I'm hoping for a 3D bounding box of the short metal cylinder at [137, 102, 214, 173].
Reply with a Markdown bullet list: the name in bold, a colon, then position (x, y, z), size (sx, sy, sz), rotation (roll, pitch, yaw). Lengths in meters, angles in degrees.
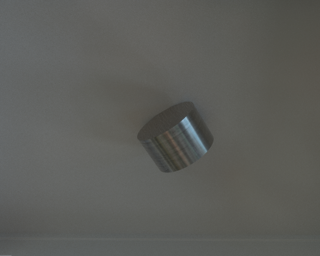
- **short metal cylinder**: position (0.019, 0.010, 0.386), size (0.080, 0.080, 0.050), rotation (-30, 108, 10)
